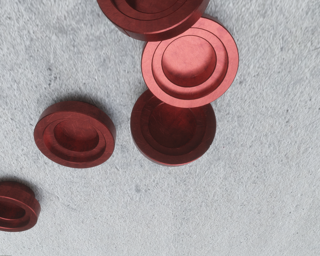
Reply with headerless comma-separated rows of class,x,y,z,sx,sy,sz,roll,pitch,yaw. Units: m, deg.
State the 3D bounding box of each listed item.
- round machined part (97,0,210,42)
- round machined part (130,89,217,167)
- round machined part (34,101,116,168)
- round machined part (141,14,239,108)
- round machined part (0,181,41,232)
round machined part,-0.003,-0.122,0.269,0.098,0.042,0.097,-1,87,12
round machined part,0.014,-0.002,0.370,0.099,0.098,0.042,5,167,-5
round machined part,-0.105,0.004,0.398,0.099,0.042,0.097,0,130,0
round machined part,0.030,-0.073,0.328,0.099,0.042,0.097,-1,123,-1
round machined part,-0.242,0.123,0.498,0.099,0.042,0.097,0,130,0
